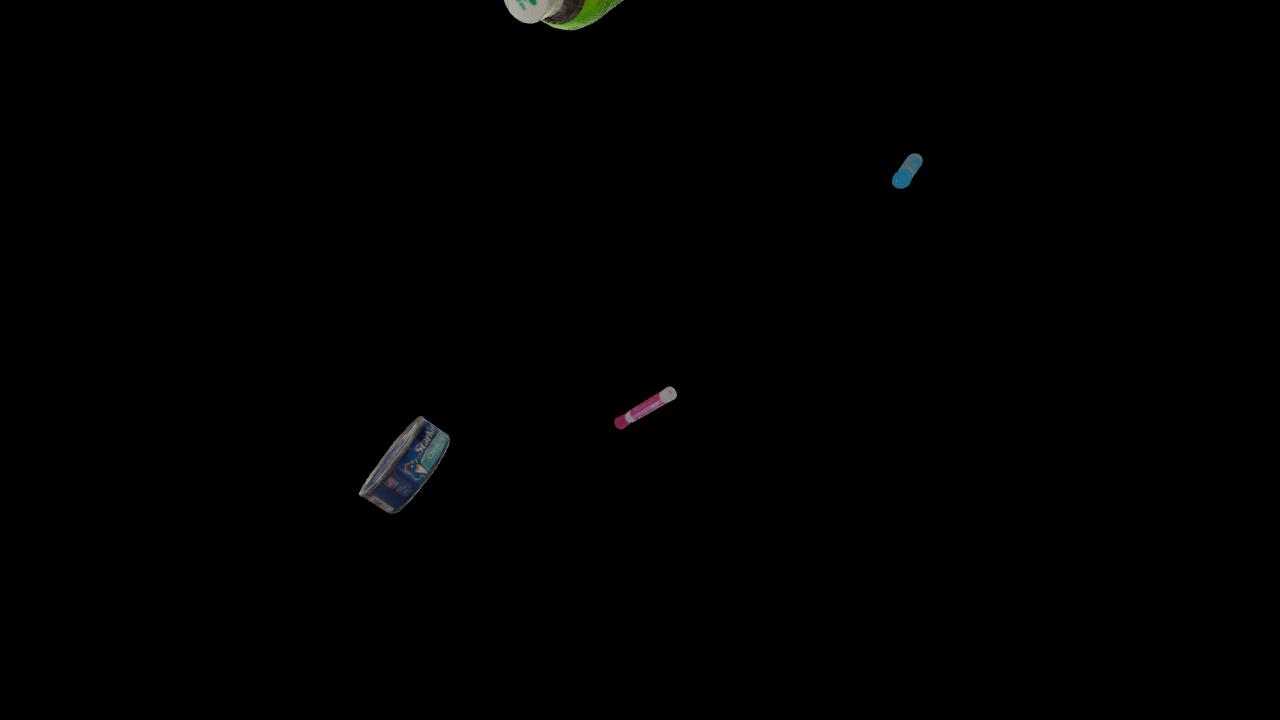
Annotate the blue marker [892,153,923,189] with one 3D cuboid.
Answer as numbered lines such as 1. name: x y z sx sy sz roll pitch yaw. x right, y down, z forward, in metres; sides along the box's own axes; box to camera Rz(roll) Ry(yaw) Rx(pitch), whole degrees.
1. blue marker: 0.298 -0.211 0.685 0.020 0.020 0.121 0 25 31

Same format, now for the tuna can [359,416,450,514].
1. tuna can: -0.207 0.093 0.544 0.034 0.084 0.084 40 -15 -18

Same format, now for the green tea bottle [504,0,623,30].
1. green tea bottle: -0.040 -0.284 0.439 0.073 0.073 0.212 0 40 25

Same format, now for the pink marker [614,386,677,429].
1. pink marker: 0.005 0.068 0.849 0.020 0.020 0.121 0 -25 -43
